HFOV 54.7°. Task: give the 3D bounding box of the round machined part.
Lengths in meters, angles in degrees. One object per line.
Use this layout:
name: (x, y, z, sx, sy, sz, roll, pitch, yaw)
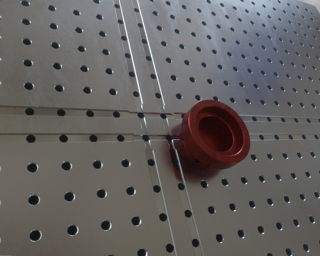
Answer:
round machined part: (0.073, 0.012, 0.431, 0.099, 0.042, 0.098, 14, 56, -21)
